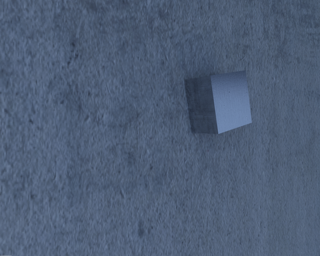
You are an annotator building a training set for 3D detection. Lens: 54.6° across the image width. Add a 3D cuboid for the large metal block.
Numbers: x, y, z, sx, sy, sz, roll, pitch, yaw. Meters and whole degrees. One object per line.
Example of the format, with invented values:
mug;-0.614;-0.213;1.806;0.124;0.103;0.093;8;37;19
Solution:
large metal block;0.087;-0.039;0.460;0.081;0.050;0.080;-15;100;-39
